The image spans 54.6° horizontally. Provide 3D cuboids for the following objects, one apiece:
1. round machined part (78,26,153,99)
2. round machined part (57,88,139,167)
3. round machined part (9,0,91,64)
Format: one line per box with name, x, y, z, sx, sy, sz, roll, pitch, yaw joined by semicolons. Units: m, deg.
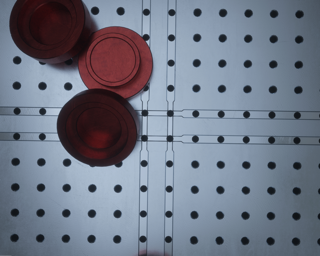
round machined part;-0.058;-0.085;0.404;0.099;0.042;0.097;0;90;0
round machined part;-0.075;-0.003;0.393;0.098;0.042;0.097;1;113;3
round machined part;-0.136;-0.130;0.399;0.098;0.042;0.098;-1;85;7
